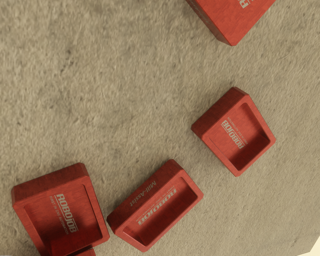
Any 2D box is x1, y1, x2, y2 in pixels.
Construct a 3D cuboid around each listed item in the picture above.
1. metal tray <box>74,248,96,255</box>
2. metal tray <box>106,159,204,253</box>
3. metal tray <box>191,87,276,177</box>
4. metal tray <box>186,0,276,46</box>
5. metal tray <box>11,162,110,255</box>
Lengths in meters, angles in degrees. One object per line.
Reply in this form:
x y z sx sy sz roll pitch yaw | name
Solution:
-0.149 0.208 0.422 0.131 0.030 0.090 -18 160 -19 | metal tray
-0.004 0.119 0.466 0.130 0.030 0.090 -42 133 -6 | metal tray
0.117 0.010 0.475 0.090 0.030 0.130 -44 130 2 | metal tray
0.071 -0.166 0.342 0.090 0.030 0.130 -49 129 6 | metal tray
-0.125 0.116 0.407 0.091 0.030 0.129 -20 126 -17 | metal tray
